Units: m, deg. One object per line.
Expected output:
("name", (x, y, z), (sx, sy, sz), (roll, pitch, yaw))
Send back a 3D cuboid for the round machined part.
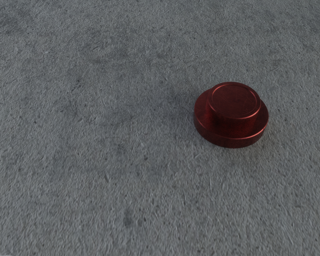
("round machined part", (0.095, -0.024, 0.413), (0.099, 0.042, 0.098), (0, 50, 0))
